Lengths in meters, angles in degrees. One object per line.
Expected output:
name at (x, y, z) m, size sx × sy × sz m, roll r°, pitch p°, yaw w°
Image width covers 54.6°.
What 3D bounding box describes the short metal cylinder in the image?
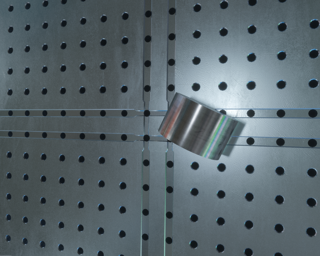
short metal cylinder at (0.045, -0.003, 0.368) m, size 0.080 × 0.080 × 0.050 m, roll 28°, pitch 99°, yaw 18°
